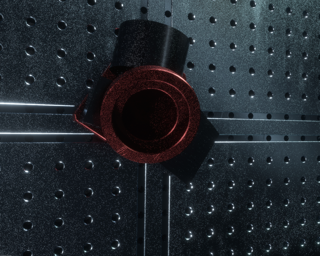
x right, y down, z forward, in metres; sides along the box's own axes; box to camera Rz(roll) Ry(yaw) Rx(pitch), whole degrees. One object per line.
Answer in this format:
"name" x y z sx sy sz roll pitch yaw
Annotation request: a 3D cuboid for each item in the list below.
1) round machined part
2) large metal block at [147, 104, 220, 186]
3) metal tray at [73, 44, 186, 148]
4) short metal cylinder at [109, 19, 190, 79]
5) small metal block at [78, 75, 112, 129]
"round machined part" -0.011 -0.016 0.321 0.099 0.042 0.097 -3 110 -8
"large metal block" 0.020 0.015 0.389 0.080 0.050 0.080 -58 138 -11
"metal tray" -0.037 -0.040 0.398 0.090 0.030 0.130 36 78 -17
"short metal cylinder" -0.011 -0.080 0.348 0.081 0.080 0.050 14 85 -20
"small metal block" -0.067 -0.026 0.342 0.025 0.050 0.050 21 83 -19
